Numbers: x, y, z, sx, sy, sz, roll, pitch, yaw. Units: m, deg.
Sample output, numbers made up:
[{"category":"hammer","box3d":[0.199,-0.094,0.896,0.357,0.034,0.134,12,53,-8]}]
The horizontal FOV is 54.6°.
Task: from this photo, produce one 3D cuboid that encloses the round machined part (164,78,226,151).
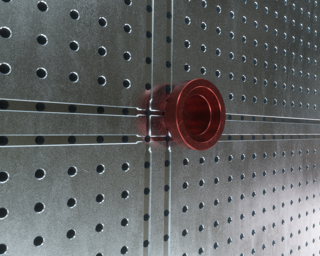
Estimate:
[{"category":"round machined part","box3d":[0.044,-0.018,0.434,0.099,0.042,0.097,0,90,-40]}]
